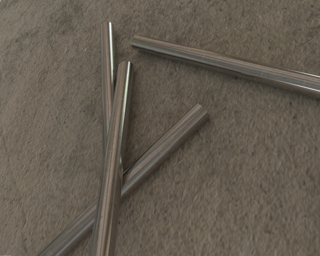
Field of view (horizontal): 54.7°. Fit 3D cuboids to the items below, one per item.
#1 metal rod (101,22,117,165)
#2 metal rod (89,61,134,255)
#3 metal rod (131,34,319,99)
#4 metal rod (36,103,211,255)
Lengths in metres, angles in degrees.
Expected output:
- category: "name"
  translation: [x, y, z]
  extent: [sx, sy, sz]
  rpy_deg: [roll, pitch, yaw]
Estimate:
- category: "metal rod"
  translation: [-0.078, -0.060, 0.479]
  extent: [0.025, 0.025, 0.299]
  rpy_deg: [-20, 54, 16]
- category: "metal rod"
  translation: [-0.055, 0.020, 0.394]
  extent: [0.025, 0.025, 0.300]
  rpy_deg: [-15, 48, 19]
- category: "metal rod"
  translation: [0.073, -0.090, 0.419]
  extent: [0.300, 0.025, 0.025]
  rpy_deg: [24, 75, 36]
- category: "metal rod"
  translation: [-0.054, 0.081, 0.381]
  extent: [0.300, 0.025, 0.025]
  rpy_deg: [-44, 51, -3]
